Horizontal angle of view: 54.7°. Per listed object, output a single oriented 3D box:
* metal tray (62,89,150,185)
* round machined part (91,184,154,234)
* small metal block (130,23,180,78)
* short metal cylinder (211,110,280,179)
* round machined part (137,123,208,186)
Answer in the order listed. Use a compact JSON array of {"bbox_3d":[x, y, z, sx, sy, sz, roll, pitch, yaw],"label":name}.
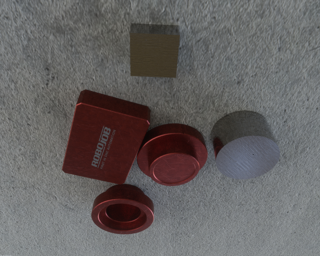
[{"bbox_3d":[-0.075,0.018,0.418,0.091,0.030,0.129,15,129,-13],"label":"metal tray"},{"bbox_3d":[-0.059,0.129,0.505,0.099,0.042,0.097,-1,130,0],"label":"round machined part"},{"bbox_3d":[-0.006,-0.083,0.336,0.050,0.025,0.050,2,130,-2],"label":"small metal block"},{"bbox_3d":[0.111,0.023,0.412,0.081,0.050,0.079,0,130,0],"label":"short metal cylinder"},{"bbox_3d":[0.018,0.043,0.429,0.099,0.042,0.097,-3,132,-3],"label":"round machined part"}]
